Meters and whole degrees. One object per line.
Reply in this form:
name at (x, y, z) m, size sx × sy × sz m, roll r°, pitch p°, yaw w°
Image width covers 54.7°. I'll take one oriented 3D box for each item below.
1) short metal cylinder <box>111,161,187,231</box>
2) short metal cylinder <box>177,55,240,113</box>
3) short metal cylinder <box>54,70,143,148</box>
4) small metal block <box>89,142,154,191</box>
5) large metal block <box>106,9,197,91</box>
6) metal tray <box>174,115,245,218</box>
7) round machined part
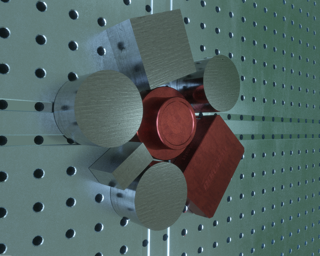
short metal cylinder at (-0.013, 0.079, 0.381) m, size 0.081 × 0.050 × 0.080 m, roll 0°, pitch 90°, yaw -40°
short metal cylinder at (0.072, -0.062, 0.452) m, size 0.081 × 0.050 × 0.080 m, roll 0°, pitch 90°, yaw -40°
short metal cylinder at (-0.066, -0.020, 0.336) m, size 0.081 × 0.050 × 0.080 m, roll 0°, pitch 90°, yaw -40°
small metal block at (-0.044, 0.041, 0.354) m, size 0.050 × 0.050 × 0.025 m, roll -45°, pitch 117°, yaw -31°
large metal block at (-0.009, -0.095, 0.385) m, size 0.081 × 0.050 × 0.080 m, roll -27°, pitch 107°, yaw -37°
metal tray at (0.071, 0.055, 0.464) m, size 0.090 × 0.030 × 0.130 m, roll 48°, pitch 61°, yaw -29°
round machined part at (0.009, -0.006, 0.405) m, size 0.099 × 0.042 × 0.097 m, roll 0°, pitch 90°, yaw -40°
